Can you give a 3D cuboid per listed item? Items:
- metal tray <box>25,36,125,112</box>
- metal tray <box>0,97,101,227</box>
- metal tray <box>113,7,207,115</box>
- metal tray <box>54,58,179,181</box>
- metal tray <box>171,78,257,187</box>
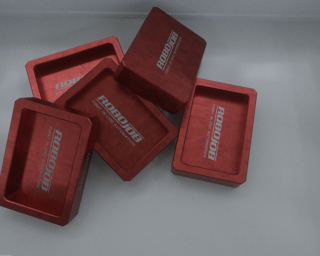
[{"bbox_3d":[-0.107,-0.066,0.428,0.131,0.030,0.090,-19,71,-8],"label":"metal tray"},{"bbox_3d":[-0.130,0.038,0.359,0.090,0.030,0.129,16,99,5],"label":"metal tray"},{"bbox_3d":[0.006,-0.091,0.402,0.090,0.030,0.130,31,51,-13],"label":"metal tray"},{"bbox_3d":[-0.052,-0.010,0.385,0.090,0.030,0.130,-43,91,-8],"label":"metal tray"},{"bbox_3d":[0.071,0.004,0.405,0.090,0.030,0.130,12,70,4],"label":"metal tray"}]
